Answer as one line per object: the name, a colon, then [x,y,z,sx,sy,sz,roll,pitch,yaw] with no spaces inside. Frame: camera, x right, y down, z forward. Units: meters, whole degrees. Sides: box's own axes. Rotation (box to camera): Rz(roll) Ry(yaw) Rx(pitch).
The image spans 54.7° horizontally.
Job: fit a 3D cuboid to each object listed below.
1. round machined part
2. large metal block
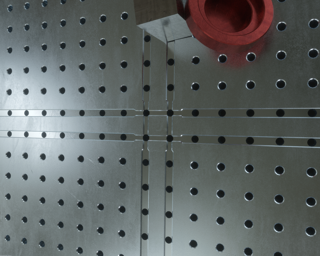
round machined part: [0.077,-0.131,0.362,0.099,0.042,0.098,2,76,-8]
large metal block: [0.008,-0.159,0.379,0.050,0.080,0.080,-8,87,24]
